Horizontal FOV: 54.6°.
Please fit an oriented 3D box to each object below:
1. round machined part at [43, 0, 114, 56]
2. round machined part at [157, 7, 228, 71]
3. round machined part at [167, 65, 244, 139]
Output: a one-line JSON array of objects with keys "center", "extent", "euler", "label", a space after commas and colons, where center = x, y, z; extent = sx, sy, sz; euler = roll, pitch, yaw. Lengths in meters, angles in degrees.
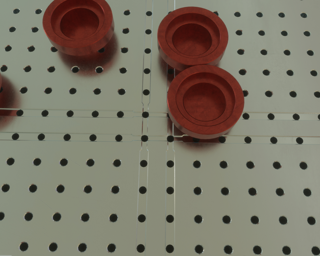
[{"center": [-0.116, -0.148, 0.456], "extent": [0.099, 0.042, 0.098], "euler": [0, 70, 0], "label": "round machined part"}, {"center": [0.046, -0.122, 0.448], "extent": [0.099, 0.042, 0.098], "euler": [0, 70, 0], "label": "round machined part"}, {"center": [0.058, -0.032, 0.414], "extent": [0.099, 0.042, 0.098], "euler": [0, 71, 0], "label": "round machined part"}]
